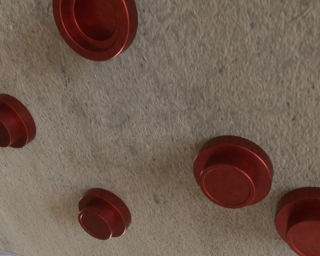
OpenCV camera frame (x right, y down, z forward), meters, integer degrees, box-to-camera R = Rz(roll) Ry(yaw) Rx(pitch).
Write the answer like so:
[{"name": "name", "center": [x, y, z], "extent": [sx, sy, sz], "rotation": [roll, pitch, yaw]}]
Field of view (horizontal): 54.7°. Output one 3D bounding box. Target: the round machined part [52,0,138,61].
[{"name": "round machined part", "center": [-0.068, -0.129, 0.350], "extent": [0.098, 0.042, 0.097], "rotation": [13, 124, 20]}]

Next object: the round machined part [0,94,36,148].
[{"name": "round machined part", "center": [-0.266, -0.006, 0.529], "extent": [0.098, 0.042, 0.097], "rotation": [13, 124, 20]}]

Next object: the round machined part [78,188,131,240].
[{"name": "round machined part", "center": [-0.104, 0.157, 0.546], "extent": [0.098, 0.042, 0.097], "rotation": [13, 124, 20]}]

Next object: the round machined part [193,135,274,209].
[{"name": "round machined part", "center": [0.088, 0.061, 0.387], "extent": [0.098, 0.042, 0.097], "rotation": [13, 124, 20]}]

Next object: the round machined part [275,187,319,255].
[{"name": "round machined part", "center": [0.190, 0.122, 0.372], "extent": [0.098, 0.042, 0.097], "rotation": [13, 124, 20]}]
